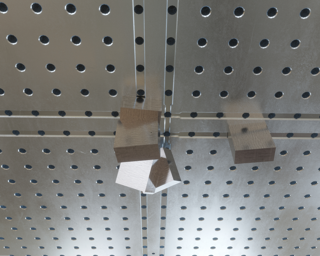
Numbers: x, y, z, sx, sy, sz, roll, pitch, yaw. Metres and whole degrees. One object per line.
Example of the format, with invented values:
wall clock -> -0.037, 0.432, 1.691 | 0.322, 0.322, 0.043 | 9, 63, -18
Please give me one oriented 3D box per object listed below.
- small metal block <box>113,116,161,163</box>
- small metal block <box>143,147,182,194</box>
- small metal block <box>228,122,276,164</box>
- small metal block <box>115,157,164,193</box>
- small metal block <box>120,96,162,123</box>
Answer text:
small metal block -> -0.026, 0.013, 0.373 | 0.050, 0.050, 0.025 | -5, 130, 4
small metal block -> -0.004, 0.062, 0.444 | 0.050, 0.050, 0.025 | -28, 155, 21
small metal block -> 0.121, 0.020, 0.414 | 0.050, 0.050, 0.025 | -5, 130, 4
small metal block -> -0.028, 0.059, 0.430 | 0.050, 0.050, 0.025 | 10, 172, 31
small metal block -> -0.026, -0.012, 0.401 | 0.050, 0.025, 0.050 | 5, 130, -5
